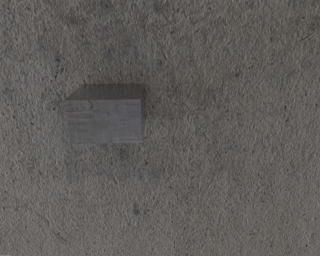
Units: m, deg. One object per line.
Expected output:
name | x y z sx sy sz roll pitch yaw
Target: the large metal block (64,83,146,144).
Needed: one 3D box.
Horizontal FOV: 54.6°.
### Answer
large metal block | -0.060 -0.020 0.372 0.080 0.080 0.050 -1 110 0
